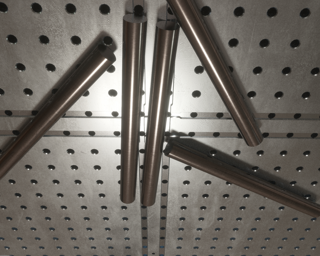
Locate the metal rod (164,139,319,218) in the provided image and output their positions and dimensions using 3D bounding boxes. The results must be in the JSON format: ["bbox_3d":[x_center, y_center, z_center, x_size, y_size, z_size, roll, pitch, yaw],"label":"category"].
[{"bbox_3d":[0.142,0.086,0.486,0.302,0.025,0.025,24,126,-20],"label":"metal rod"}]

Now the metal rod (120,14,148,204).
[{"bbox_3d":[-0.039,0.001,0.411,0.025,0.025,0.298,4,130,-4],"label":"metal rod"}]

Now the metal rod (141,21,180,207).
[{"bbox_3d":[-0.006,0.007,0.417,0.025,0.025,0.298,4,130,-4],"label":"metal rod"}]

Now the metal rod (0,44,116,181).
[{"bbox_3d":[-0.162,0.000,0.409,0.025,0.025,0.299,36,121,-27],"label":"metal rod"}]

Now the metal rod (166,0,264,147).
[{"bbox_3d":[0.054,-0.082,0.342,0.025,0.025,0.300,-24,127,19],"label":"metal rod"}]
